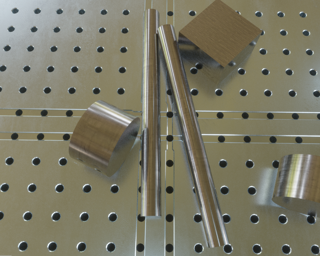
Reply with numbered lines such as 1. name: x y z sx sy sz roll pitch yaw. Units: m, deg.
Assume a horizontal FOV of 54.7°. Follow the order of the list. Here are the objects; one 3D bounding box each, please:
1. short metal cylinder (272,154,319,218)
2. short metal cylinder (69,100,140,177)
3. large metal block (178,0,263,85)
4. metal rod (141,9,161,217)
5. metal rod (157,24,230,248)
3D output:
1. short metal cylinder: 0.176 0.069 0.359 0.080 0.080 0.050 17 71 6
2. short metal cylinder: -0.065 0.012 0.377 0.050 0.080 0.080 26 72 9
3. large metal block: 0.083 -0.123 0.444 0.080 0.050 0.080 43 75 14
4. metal rod: -0.012 -0.034 0.423 0.025 0.025 0.299 0 70 0
5. metal rod: 0.039 -0.003 0.405 0.025 0.025 0.299 -11 73 -4
